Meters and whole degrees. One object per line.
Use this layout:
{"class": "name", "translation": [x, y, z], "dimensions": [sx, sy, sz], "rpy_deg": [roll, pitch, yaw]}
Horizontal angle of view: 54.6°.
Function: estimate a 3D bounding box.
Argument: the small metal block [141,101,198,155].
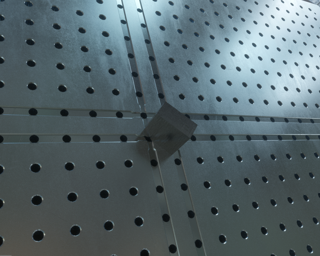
{"class": "small metal block", "translation": [0.011, 0.001, 0.397], "dimensions": [0.050, 0.050, 0.025], "rpy_deg": [36, 51, -4]}
